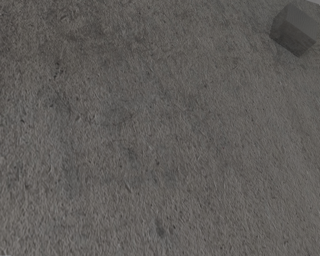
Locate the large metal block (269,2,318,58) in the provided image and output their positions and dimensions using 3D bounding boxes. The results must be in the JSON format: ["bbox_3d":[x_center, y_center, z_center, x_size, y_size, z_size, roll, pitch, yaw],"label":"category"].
[{"bbox_3d":[0.292,-0.215,0.676,0.080,0.050,0.080,32,52,-8],"label":"large metal block"}]
